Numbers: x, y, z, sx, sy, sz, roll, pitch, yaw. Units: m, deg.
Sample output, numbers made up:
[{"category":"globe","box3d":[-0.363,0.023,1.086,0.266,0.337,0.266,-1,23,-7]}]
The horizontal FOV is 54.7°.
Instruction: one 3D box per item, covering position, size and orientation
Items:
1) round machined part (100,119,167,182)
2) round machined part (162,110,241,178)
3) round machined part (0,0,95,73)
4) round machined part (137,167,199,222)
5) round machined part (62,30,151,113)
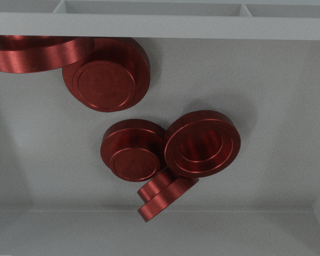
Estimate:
[{"category":"round machined part","box3d":[-0.033,0.038,0.430,0.099,0.042,0.097,0,130,0]},{"category":"round machined part","box3d":[0.052,0.016,0.407,0.099,0.042,0.097,-5,127,-6]},{"category":"round machined part","box3d":[-0.113,-0.090,0.283,0.099,0.098,0.042,-2,125,1]},{"category":"round machined part","box3d":[0.006,0.089,0.451,0.042,0.099,0.098,52,121,11]},{"category":"round machined part","box3d":[-0.060,-0.056,0.349,0.099,0.042,0.097,-1,130,0]}]
